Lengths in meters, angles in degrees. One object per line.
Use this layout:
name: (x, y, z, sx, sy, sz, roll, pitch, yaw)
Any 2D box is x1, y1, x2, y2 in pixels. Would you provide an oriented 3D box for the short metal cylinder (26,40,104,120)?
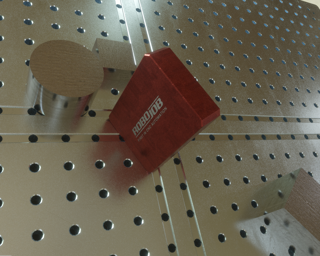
short metal cylinder: (-0.113, -0.056, 0.366, 0.081, 0.050, 0.080, 14, 56, -21)

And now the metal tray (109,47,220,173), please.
metal tray: (-0.003, -0.014, 0.348, 0.030, 0.129, 0.090, -31, 79, -38)

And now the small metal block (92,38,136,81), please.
small metal block: (-0.064, -0.094, 0.431, 0.050, 0.025, 0.050, 2, 61, -27)

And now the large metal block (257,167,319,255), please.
large metal block: (0.194, 0.116, 0.426, 0.080, 0.050, 0.080, 44, 51, 2)
